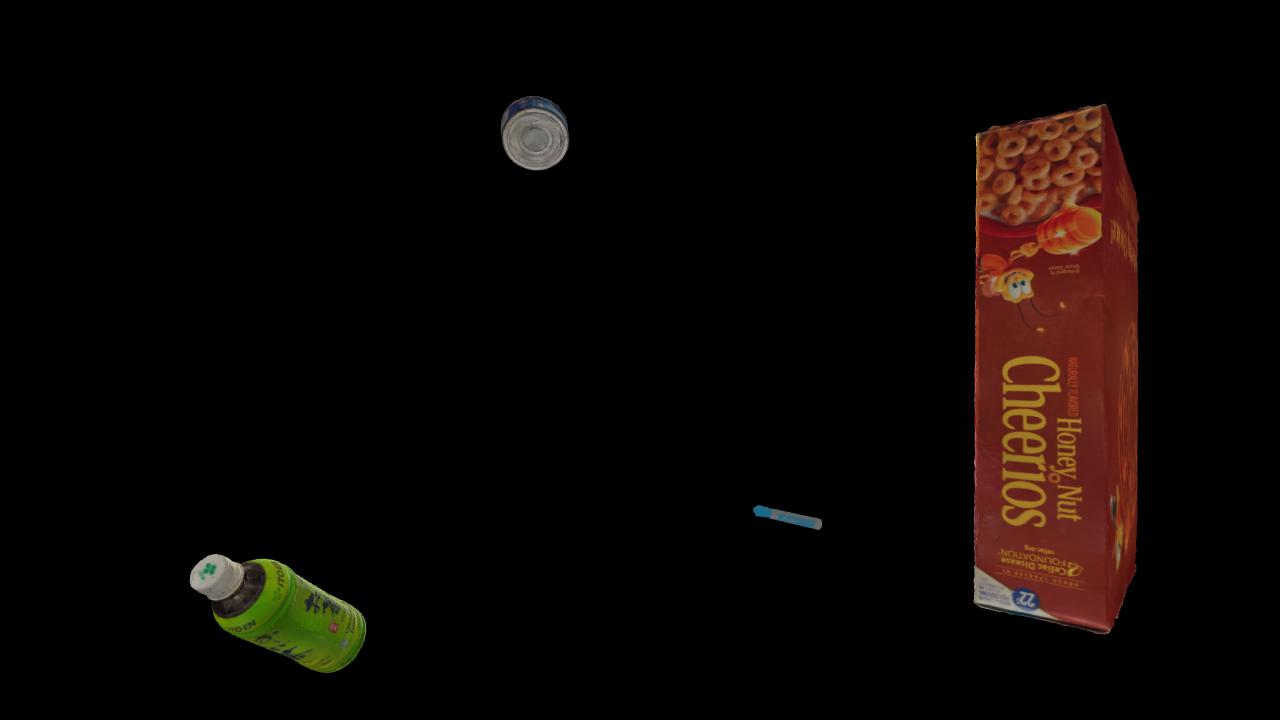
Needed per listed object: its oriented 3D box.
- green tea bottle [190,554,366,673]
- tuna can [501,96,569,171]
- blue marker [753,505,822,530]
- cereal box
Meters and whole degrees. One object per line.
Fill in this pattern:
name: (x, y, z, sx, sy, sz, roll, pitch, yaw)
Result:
green tea bottle: (-0.347, 0.242, 0.594, 0.073, 0.073, 0.212, 0, -38, 13)
tuna can: (-0.130, -0.280, 0.765, 0.084, 0.034, 0.084, -7, -44, -7)
blue marker: (0.247, 0.263, 1.031, 0.121, 0.020, 0.020, 15, -3, -10)
cereal box: (0.300, 0.010, 0.437, 0.081, 0.306, 0.203, 0, -4, 42)
